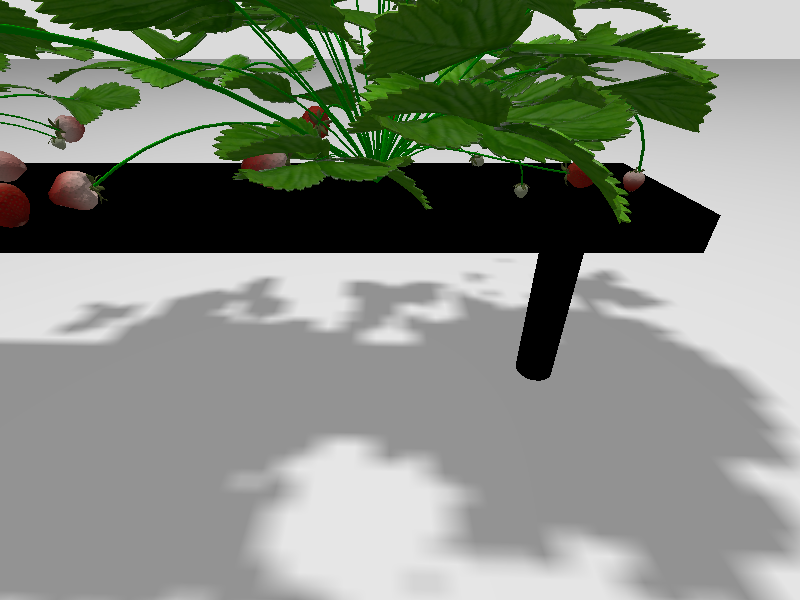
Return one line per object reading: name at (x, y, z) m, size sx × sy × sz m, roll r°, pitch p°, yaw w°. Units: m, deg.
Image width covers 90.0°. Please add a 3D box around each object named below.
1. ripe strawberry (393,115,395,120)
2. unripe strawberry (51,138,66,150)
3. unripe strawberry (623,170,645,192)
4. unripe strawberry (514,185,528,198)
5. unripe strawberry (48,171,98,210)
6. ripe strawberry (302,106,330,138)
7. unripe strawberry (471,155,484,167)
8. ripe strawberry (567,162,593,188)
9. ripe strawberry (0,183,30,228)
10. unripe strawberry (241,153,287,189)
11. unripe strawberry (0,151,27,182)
ripe strawberry at (-0.018, -0.249, 0.554) m, size 0.030 × 0.025 × 0.030 m, roll 0°, pitch -14°, yaw 0°
unripe strawberry at (-0.385, -0.177, 0.453) m, size 0.014 × 0.013 × 0.013 m, roll 20°, pitch -35°, yaw 28°
unripe strawberry at (0.179, -0.091, 0.307) m, size 0.015 × 0.015 × 0.014 m, roll 7°, pitch 33°, yaw 10°
unripe strawberry at (0.089, -0.080, 0.295) m, size 0.010 × 0.010 × 0.009 m, roll 16°, pitch 36°, yaw 23°
unripe strawberry at (-0.229, -0.076, 0.281) m, size 0.028 × 0.027 × 0.030 m, roll -16°, pitch 35°, yaw -13°
ripe strawberry at (-0.105, -0.218, 0.493) m, size 0.034 × 0.039 × 0.037 m, roll -14°, pitch 33°, yaw -21°
unripe strawberry at (0.076, -0.136, 0.389) m, size 0.013 × 0.011 × 0.013 m, roll 12°, pitch 21°, yaw -37°
ripe strawberry at (0.151, -0.104, 0.328) m, size 0.027 × 0.023 × 0.027 m, roll 4°, pitch 33°, yaw 5°
ripe strawberry at (-0.257, -0.060, 0.262) m, size 0.028 × 0.028 × 0.026 m, roll -34°, pitch 10°, yaw 39°
unripe strawberry at (-0.108, -0.108, 0.322) m, size 0.037 × 0.037 × 0.041 m, roll -8°, pitch 33°, yaw -11°
unripe strawberry at (-0.340, -0.116, 0.348) m, size 0.026 × 0.025 × 0.024 m, roll -1°, pitch 33°, yaw -2°
